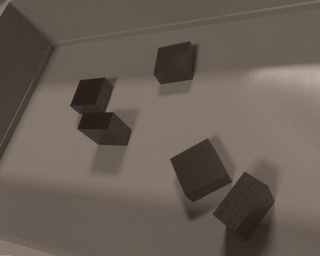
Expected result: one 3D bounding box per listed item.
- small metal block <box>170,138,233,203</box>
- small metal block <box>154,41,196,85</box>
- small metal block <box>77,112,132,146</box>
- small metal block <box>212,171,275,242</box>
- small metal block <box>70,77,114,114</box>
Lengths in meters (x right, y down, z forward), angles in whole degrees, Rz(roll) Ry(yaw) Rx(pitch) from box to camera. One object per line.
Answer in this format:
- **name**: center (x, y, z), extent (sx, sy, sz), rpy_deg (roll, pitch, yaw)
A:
- **small metal block**: center (0.046, 0.048, 0.351), extent (0.050, 0.025, 0.050), rpy_deg (-30, 52, 9)
- **small metal block**: center (0.022, -0.094, 0.451), extent (0.050, 0.025, 0.050), rpy_deg (-5, 59, 25)
- **small metal block**: center (-0.075, 0.002, 0.426), extent (0.050, 0.050, 0.025), rpy_deg (0, 62, 28)
- **small metal block**: center (0.082, 0.077, 0.299), extent (0.025, 0.050, 0.050), rpy_deg (33, 80, 38)
- **small metal block**: center (-0.108, -0.051, 0.491), extent (0.050, 0.025, 0.050), rpy_deg (-1, 61, 27)
